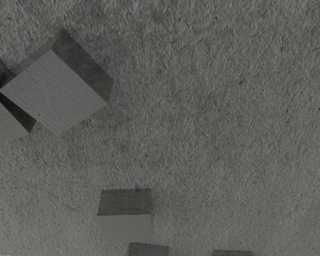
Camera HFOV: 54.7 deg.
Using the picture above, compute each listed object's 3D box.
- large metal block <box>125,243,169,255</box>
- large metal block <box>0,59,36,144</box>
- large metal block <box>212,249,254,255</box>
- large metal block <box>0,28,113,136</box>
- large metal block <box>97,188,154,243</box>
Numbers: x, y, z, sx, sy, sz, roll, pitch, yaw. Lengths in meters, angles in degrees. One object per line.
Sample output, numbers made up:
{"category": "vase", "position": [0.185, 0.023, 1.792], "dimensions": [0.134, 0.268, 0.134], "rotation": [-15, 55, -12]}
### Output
{"category": "large metal block", "position": [-0.032, 0.279, 0.627], "dimensions": [0.081, 0.050, 0.079], "rotation": [11, 129, -10]}
{"category": "large metal block", "position": [-0.205, -0.025, 0.367], "dimensions": [0.080, 0.050, 0.080], "rotation": [-18, 128, 14]}
{"category": "large metal block", "position": [0.148, 0.299, 0.647], "dimensions": [0.081, 0.050, 0.079], "rotation": [4, 130, -4]}
{"category": "large metal block", "position": [-0.112, -0.048, 0.348], "dimensions": [0.080, 0.050, 0.080], "rotation": [-29, 125, 22]}
{"category": "large metal block", "position": [-0.053, 0.146, 0.515], "dimensions": [0.080, 0.050, 0.079], "rotation": [-2, 130, 2]}
